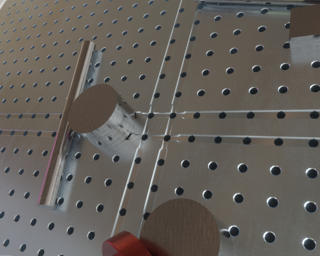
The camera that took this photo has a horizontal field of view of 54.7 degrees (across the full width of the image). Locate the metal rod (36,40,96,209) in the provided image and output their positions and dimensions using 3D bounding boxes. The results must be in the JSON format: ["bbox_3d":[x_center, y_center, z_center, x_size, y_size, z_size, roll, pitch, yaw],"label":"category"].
[{"bbox_3d":[-0.143,-0.022,0.496,0.025,0.025,0.299,-9,58,24],"label":"metal rod"}]

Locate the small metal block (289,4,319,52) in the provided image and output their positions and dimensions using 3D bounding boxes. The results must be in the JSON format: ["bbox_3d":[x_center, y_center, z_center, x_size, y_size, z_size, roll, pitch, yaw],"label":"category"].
[{"bbox_3d":[0.190,-0.126,0.385,0.050,0.025,0.050,0,62,28],"label":"small metal block"}]

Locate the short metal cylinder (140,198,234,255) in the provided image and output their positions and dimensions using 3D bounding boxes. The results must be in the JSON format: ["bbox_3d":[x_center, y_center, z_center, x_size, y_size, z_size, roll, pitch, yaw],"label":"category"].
[{"bbox_3d":[0.027,0.116,0.307,0.080,0.050,0.080,-13,56,21],"label":"short metal cylinder"}]

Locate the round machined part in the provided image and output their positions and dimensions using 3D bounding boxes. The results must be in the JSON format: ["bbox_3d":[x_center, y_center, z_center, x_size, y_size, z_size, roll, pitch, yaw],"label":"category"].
[{"bbox_3d":[-0.030,0.149,0.283,0.042,0.097,0.098,-22,44,-30],"label":"round machined part"}]

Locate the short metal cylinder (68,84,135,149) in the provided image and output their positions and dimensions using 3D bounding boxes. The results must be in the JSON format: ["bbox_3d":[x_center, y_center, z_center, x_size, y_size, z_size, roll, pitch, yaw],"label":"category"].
[{"bbox_3d":[-0.083,-0.016,0.446,0.080,0.050,0.080,-13,56,21],"label":"short metal cylinder"}]

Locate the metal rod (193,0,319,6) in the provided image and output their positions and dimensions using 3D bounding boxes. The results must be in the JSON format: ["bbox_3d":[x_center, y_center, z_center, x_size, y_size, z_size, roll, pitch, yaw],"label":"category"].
[{"bbox_3d":[0.177,-0.182,0.426,0.300,0.025,0.025,19,72,35],"label":"metal rod"}]
